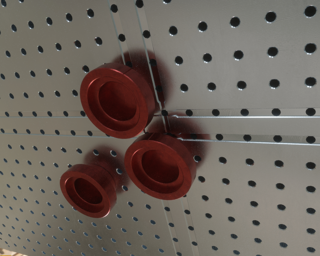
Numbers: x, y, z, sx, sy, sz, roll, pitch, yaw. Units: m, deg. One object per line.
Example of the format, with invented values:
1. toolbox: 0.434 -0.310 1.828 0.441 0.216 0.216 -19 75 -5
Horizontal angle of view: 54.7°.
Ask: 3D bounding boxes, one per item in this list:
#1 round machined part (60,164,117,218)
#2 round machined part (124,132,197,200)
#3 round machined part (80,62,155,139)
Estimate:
1. round machined part: -0.115 0.100 0.520 0.098 0.042 0.097 13 124 20
2. round machined part: 0.004 0.048 0.427 0.098 0.042 0.097 13 124 20
3. round machined part: -0.050 -0.038 0.402 0.098 0.042 0.097 13 124 20
